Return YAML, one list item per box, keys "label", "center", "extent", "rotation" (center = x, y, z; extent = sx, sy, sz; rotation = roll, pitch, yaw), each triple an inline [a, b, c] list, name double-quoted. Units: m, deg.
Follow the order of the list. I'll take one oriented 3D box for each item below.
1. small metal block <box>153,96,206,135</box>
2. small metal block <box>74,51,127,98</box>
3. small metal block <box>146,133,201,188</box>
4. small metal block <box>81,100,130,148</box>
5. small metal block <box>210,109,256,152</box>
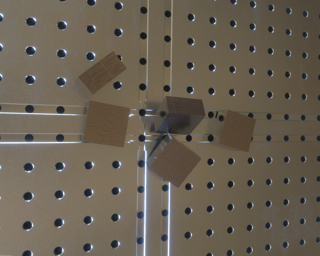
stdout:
- label: "small metal block"
  center: [0.024, -0.015, 0.406]
  extent: [0.050, 0.050, 0.025]
  rotation: [4, 59, -21]
- label: "small metal block"
  center: [-0.073, -0.063, 0.373]
  extent: [0.050, 0.050, 0.025]
  rotation: [-41, 104, -15]
- label: "small metal block"
  center: [0.018, 0.043, 0.414]
  extent: [0.050, 0.025, 0.050]
  rotation: [36, 93, -17]
- label: "small metal block"
  center: [-0.069, -0.004, 0.388]
  extent: [0.050, 0.025, 0.050]
  rotation: [10, 87, -20]
- label: "small metal block"
  center: [0.108, 0.004, 0.454]
  extent: [0.050, 0.025, 0.050]
  rotation: [17, 84, -20]
